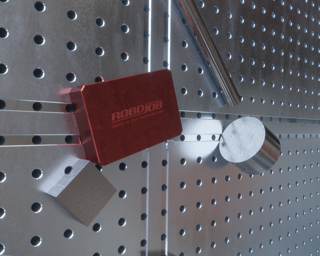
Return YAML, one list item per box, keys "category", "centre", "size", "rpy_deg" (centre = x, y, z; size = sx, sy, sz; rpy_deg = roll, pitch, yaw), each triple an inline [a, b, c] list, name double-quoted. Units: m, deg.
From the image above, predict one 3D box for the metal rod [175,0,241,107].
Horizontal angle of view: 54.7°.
- category: "metal rod"
  centre: [0.051, -0.157, 0.453]
  size: [0.025, 0.025, 0.299]
  rpy_deg: [-47, 118, -30]

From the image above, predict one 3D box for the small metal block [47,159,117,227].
- category: "small metal block"
  centre: [-0.084, 0.070, 0.340]
  size: [0.050, 0.025, 0.050]
  rpy_deg: [-50, 120, -28]

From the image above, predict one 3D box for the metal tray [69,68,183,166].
- category: "metal tray"
  centre: [-0.035, -0.018, 0.378]
  size: [0.131, 0.030, 0.089]
  rpy_deg: [-20, 103, -38]

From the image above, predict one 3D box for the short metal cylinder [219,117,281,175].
- category: "short metal cylinder"
  centre: [0.143, 0.029, 0.497]
  size: [0.050, 0.080, 0.080]
  rpy_deg: [35, 69, -35]
